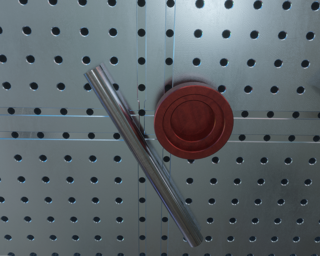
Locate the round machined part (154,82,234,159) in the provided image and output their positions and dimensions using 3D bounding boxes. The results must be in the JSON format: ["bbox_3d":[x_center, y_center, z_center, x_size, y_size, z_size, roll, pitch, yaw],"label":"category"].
[{"bbox_3d":[0.042,-0.012,0.401,0.099,0.042,0.097,0,110,-1],"label":"round machined part"}]

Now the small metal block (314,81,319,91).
[{"bbox_3d":[0.239,-0.055,0.397,0.050,0.025,0.050,37,106,-13],"label":"small metal block"}]

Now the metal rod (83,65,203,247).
[{"bbox_3d":[-0.015,0.051,0.431,0.025,0.025,0.299,-27,108,9],"label":"metal rod"}]
